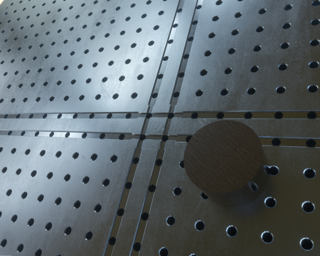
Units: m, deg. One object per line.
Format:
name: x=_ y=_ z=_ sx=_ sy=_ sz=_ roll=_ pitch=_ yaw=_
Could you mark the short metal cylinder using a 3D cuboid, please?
short metal cylinder: x=0.072 y=0.038 z=0.330 sx=0.080 sy=0.050 sz=0.080 roll=-13 pitch=56 yaw=20
